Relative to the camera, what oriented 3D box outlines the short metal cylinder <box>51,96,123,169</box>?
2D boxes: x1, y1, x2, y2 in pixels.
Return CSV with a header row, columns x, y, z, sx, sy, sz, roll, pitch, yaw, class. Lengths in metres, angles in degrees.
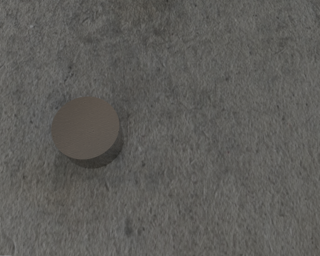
x,y,z,sx,sy,sz,roll,pitch,yaw,class
-0.089,0.007,0.391,0.081,0.050,0.080,0,70,0,short metal cylinder
